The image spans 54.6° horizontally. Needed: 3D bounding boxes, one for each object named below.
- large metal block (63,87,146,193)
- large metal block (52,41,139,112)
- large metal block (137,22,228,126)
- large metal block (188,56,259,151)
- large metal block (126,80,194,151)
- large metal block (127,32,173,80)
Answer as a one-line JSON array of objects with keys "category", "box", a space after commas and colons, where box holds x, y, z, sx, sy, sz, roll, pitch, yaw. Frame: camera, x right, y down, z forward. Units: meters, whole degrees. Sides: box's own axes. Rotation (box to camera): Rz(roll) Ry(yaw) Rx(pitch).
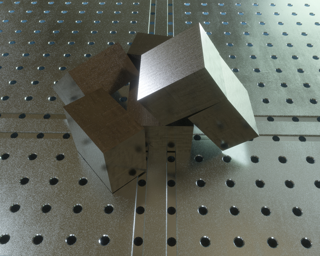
[{"category": "large metal block", "box": [-0.061, 0.014, 0.358, 0.050, 0.080, 0.080, -32, 58, -25]}, {"category": "large metal block", "box": [-0.087, -0.063, 0.417, 0.080, 0.080, 0.050, -41, 105, -29]}, {"category": "large metal block", "box": [0.024, -0.060, 0.352, 0.080, 0.050, 0.080, -23, 44, 25]}, {"category": "large metal block", "box": [0.076, -0.031, 0.388, 0.050, 0.080, 0.080, -27, 43, 28]}, {"category": "large metal block", "box": [0.000, -0.017, 0.406, 0.080, 0.050, 0.080, 1, 50, 0]}, {"category": "large metal block", "box": [0.002, -0.083, 0.442, 0.080, 0.080, 0.050, 10, 51, 9]}]
